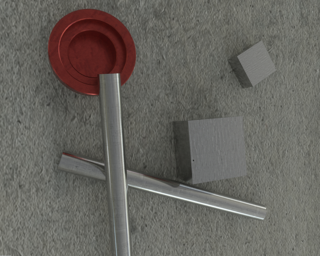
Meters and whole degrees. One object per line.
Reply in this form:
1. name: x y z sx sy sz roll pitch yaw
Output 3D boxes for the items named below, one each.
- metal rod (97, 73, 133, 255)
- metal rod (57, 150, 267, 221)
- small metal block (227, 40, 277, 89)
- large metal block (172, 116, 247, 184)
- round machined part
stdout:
1. metal rod: -0.050 0.087 0.368 0.025 0.025 0.298 -7 101 -20
2. metal rod: 0.017 0.082 0.416 0.302 0.025 0.025 18 84 -20
3. small metal block: 0.137 -0.094 0.461 0.050 0.025 0.050 -35 102 -17
4. large metal block: 0.067 0.027 0.422 0.081 0.050 0.079 -5 92 -20
5. round machined part: -0.082 -0.087 0.370 0.099 0.042 0.097 0 90 -21
